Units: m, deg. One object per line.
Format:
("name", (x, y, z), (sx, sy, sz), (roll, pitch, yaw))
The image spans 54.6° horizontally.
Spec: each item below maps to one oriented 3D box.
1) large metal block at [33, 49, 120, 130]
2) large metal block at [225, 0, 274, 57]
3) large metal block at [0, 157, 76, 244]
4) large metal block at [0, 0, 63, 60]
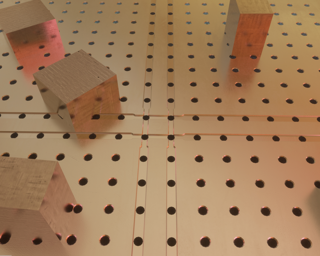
("large metal block", (-0.116, -0.057, 0.439), (0.080, 0.050, 0.080), (-37, 59, -27))
("large metal block", (0.146, -0.177, 0.522), (0.050, 0.080, 0.080), (0, 50, 0))
("large metal block", (-0.139, 0.073, 0.310), (0.080, 0.080, 0.050), (5, 50, 4))
("large metal block", (-0.227, -0.173, 0.536), (0.080, 0.050, 0.080), (-26, 55, -20))
